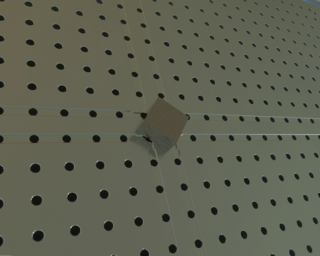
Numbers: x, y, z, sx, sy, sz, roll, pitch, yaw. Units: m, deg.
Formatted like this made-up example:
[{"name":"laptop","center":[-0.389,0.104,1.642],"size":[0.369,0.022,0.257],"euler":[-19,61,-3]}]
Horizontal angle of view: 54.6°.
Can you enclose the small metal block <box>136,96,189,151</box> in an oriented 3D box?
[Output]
[{"name":"small metal block","center":[0.004,-0.006,0.413],"size":[0.050,0.025,0.050],"euler":[34,52,-7]}]
